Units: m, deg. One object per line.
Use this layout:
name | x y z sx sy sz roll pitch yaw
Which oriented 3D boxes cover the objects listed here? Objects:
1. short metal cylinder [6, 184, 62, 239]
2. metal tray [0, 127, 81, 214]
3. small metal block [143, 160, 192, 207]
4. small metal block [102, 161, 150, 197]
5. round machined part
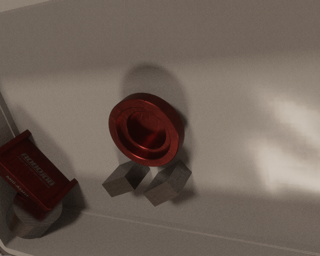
short metal cylinder | -0.218 0.144 0.538 0.080 0.080 0.050 41 126 0
metal tray | -0.213 0.073 0.537 0.130 0.090 0.030 48 129 -7
small metal block | 0.011 0.077 0.433 0.025 0.050 0.050 49 128 -7
small metal block | -0.050 0.073 0.462 0.050 0.050 0.025 -25 105 36
round machined part | -0.014 -0.002 0.403 0.098 0.042 0.097 13 124 20
